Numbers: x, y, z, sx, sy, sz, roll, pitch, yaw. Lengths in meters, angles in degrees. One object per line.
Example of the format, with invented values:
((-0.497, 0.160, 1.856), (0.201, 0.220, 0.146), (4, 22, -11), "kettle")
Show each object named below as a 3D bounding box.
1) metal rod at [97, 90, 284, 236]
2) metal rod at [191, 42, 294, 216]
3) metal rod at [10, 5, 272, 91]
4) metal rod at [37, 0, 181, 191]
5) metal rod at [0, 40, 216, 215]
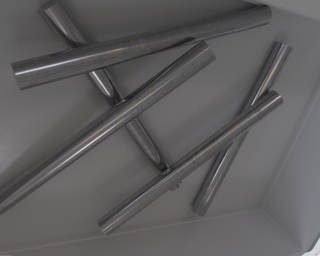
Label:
((0.044, 0.045, 0.427), (0.301, 0.025, 0.025), (-36, 129, -4), "metal rod")
((0.120, 0.014, 0.482), (0.025, 0.025, 0.298), (10, 114, -33), "metal rod")
((0.003, -0.094, 0.330), (0.302, 0.025, 0.025), (-21, 127, -24), "metal rod")
((-0.040, -0.014, 0.377), (0.025, 0.025, 0.299), (-36, 129, -5), "metal rod")
((-0.069, 0.004, 0.345), (0.300, 0.025, 0.025), (-36, 130, 6), "metal rod")
